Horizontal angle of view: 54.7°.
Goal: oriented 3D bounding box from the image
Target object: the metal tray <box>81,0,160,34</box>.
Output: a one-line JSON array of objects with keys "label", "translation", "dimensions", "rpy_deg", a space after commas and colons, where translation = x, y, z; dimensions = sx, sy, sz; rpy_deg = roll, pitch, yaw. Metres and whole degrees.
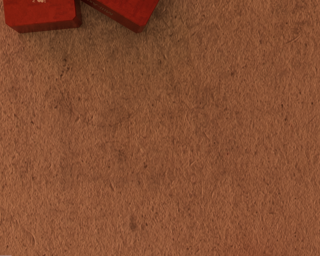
[{"label": "metal tray", "translation": [-0.059, -0.192, 0.388], "dimensions": [0.131, 0.030, 0.090], "rpy_deg": [28, 82, -12]}]

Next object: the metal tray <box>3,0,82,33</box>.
[{"label": "metal tray", "translation": [-0.157, -0.196, 0.406], "dimensions": [0.091, 0.030, 0.129], "rpy_deg": [-6, 90, 0]}]
